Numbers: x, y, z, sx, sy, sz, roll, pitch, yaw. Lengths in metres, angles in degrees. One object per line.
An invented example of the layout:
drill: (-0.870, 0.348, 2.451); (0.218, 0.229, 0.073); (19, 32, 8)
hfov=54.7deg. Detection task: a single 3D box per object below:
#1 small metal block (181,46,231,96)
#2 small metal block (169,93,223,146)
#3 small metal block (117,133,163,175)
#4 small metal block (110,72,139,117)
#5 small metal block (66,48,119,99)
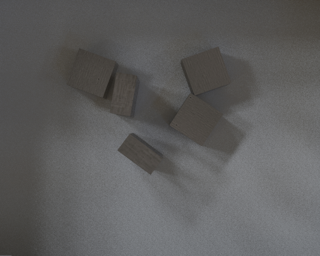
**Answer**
small metal block: (0.060, -0.074, 0.412); (0.050, 0.025, 0.050); (-19, 90, 0)
small metal block: (0.047, -0.011, 0.412); (0.050, 0.025, 0.050); (33, 90, 0)
small metal block: (-0.024, 0.032, 0.399); (0.050, 0.050, 0.025); (36, 90, 0)
small metal block: (-0.044, -0.041, 0.398); (0.025, 0.050, 0.050); (10, 90, 0)
small metal block: (-0.089, -0.071, 0.411); (0.050, 0.025, 0.050); (20, 90, 0)
